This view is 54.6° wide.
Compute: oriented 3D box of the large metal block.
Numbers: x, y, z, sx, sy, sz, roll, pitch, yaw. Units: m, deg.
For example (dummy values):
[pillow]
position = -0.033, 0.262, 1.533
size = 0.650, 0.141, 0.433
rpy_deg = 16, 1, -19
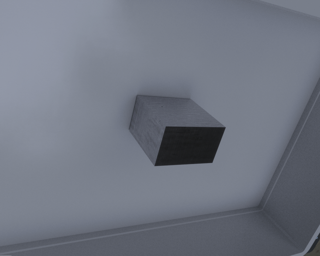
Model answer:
[large metal block]
position = 0.018, 0.001, 0.380
size = 0.081, 0.080, 0.050
rpy_deg = 1, 118, -29
